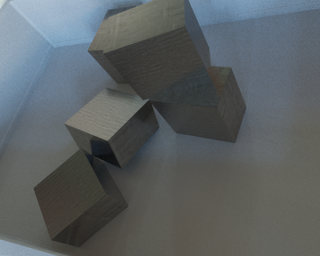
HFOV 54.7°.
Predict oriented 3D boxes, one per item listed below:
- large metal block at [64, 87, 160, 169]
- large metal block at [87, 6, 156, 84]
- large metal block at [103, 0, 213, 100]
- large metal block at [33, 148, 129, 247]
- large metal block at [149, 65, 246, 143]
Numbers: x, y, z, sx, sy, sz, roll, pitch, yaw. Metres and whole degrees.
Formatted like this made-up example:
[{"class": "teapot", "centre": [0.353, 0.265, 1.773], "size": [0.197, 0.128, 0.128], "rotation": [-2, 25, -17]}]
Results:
[{"class": "large metal block", "centre": [-0.061, -0.003, 0.407], "size": [0.080, 0.050, 0.080], "rotation": [18, 52, 34]}, {"class": "large metal block", "centre": [-0.052, -0.123, 0.472], "size": [0.050, 0.080, 0.080], "rotation": [5, 64, 30]}, {"class": "large metal block", "centre": [0.001, -0.079, 0.314], "size": [0.080, 0.080, 0.050], "rotation": [-12, 57, 21]}, {"class": "large metal block", "centre": [-0.100, 0.086, 0.387], "size": [0.080, 0.050, 0.080], "rotation": [-40, 51, 1]}, {"class": "large metal block", "centre": [0.047, -0.028, 0.362], "size": [0.080, 0.080, 0.050], "rotation": [9, 67, 32]}]
